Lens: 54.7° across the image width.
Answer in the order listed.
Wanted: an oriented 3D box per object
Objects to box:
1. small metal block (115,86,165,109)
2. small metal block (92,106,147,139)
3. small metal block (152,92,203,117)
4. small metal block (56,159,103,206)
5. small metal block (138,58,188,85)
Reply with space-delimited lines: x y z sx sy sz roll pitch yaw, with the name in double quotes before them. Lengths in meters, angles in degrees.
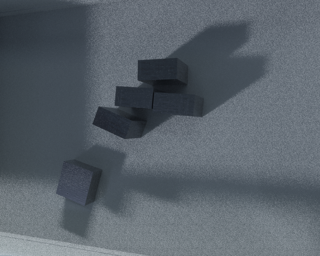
"small metal block" -0.024 -0.038 0.405 0.050 0.050 0.025 6 92 19
"small metal block" -0.053 -0.007 0.415 0.050 0.050 0.025 23 98 18
"small metal block" 0.024 -0.029 0.388 0.050 0.050 0.025 6 92 19
"small metal block" -0.117 0.078 0.450 0.050 0.025 0.050 17 96 18
"small metal block" 0.005 -0.070 0.395 0.050 0.050 0.025 1 91 19
